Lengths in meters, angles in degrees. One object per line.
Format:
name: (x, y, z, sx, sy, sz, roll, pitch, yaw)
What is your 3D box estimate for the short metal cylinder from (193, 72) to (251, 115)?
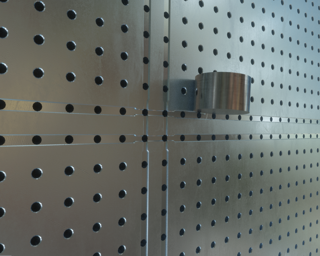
short metal cylinder: (0.090, -0.048, 0.452, 0.081, 0.080, 0.050, 6, 87, -40)
